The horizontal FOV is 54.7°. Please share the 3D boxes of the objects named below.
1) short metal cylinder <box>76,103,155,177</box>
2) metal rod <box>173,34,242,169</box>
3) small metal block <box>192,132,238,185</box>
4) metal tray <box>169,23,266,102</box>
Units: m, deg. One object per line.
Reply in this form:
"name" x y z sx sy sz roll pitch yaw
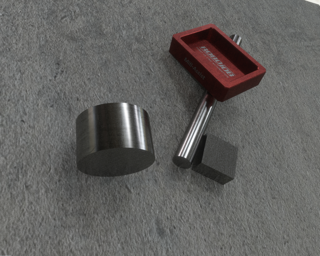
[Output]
"short metal cylinder" -0.048 0.015 0.333 0.081 0.080 0.050 5 60 -26
"metal rod" 0.084 -0.060 0.485 0.025 0.025 0.301 34 51 -6
"small metal block" 0.075 0.041 0.419 0.050 0.025 0.050 27 53 -12
"metal tray" 0.088 -0.107 0.485 0.091 0.030 0.130 -25 62 -28
